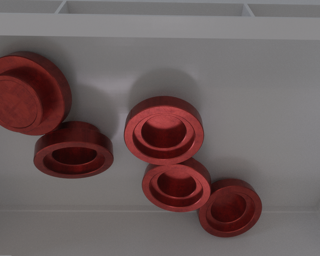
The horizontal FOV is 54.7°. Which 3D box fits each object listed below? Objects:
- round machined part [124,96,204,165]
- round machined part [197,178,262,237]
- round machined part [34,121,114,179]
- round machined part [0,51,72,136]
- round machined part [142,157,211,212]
[{"bbox_3d":[0.005,-0.001,0.396,0.099,0.042,0.097,0,129,0],"label":"round machined part"},{"bbox_3d":[0.106,0.121,0.490,0.099,0.042,0.097,-2,113,-5],"label":"round machined part"},{"bbox_3d":[-0.112,0.027,0.408,0.099,0.042,0.098,-7,147,-4],"label":"round machined part"},{"bbox_3d":[-0.155,-0.034,0.351,0.098,0.042,0.097,4,117,9],"label":"round machined part"},{"bbox_3d":[0.026,0.076,0.455,0.098,0.042,0.097,5,126,7],"label":"round machined part"}]
